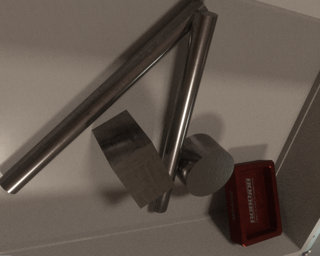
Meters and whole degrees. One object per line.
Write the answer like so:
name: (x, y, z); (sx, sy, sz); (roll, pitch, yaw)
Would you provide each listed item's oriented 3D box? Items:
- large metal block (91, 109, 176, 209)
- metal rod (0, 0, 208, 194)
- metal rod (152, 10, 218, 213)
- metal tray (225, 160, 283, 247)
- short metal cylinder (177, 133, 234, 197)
large metal block: (-0.033, 0.037, 0.379); (0.050, 0.080, 0.080); (-32, 129, -8)
metal rod: (-0.063, -0.035, 0.353); (0.300, 0.025, 0.025); (-43, 130, 1)
metal rod: (0.024, 0.002, 0.407); (0.025, 0.025, 0.298); (-6, 127, -26)
metal tray: (0.158, 0.124, 0.527); (0.091, 0.030, 0.129); (-5, 87, -28)
short metal cylinder: (0.063, 0.055, 0.463); (0.081, 0.050, 0.079); (-14, 125, -21)
